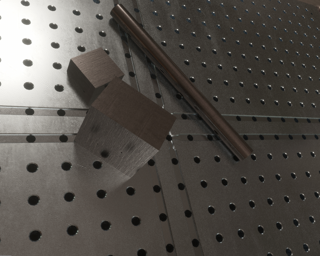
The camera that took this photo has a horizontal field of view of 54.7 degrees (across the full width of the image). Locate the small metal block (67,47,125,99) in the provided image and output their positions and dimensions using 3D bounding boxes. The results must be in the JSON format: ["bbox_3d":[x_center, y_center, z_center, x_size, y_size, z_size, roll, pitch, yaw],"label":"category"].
[{"bbox_3d":[-0.084,-0.073,0.408,0.050,0.025,0.050,50,51,6],"label":"small metal block"}]

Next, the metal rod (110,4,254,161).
[{"bbox_3d":[0.029,-0.072,0.469,0.300,0.025,0.025,49,51,6],"label":"metal rod"}]

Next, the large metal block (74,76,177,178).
[{"bbox_3d":[-0.041,0.002,0.351,0.080,0.080,0.050,34,51,-6],"label":"large metal block"}]
